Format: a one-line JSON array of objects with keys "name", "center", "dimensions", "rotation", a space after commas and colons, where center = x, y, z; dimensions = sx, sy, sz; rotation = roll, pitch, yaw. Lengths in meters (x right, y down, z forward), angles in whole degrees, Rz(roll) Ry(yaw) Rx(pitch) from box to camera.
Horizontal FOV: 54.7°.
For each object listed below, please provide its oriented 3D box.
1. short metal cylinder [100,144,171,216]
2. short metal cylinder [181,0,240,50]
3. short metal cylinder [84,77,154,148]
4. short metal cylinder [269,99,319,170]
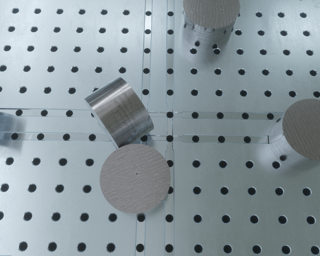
[{"name": "short metal cylinder", "center": [-0.028, 0.064, 0.375], "dimensions": [0.081, 0.050, 0.080], "rotation": [0, 70, 0]}, {"name": "short metal cylinder", "center": [0.073, -0.165, 0.459], "dimensions": [0.081, 0.050, 0.080], "rotation": [0, 70, 0]}, {"name": "short metal cylinder", "center": [-0.051, -0.017, 0.388], "dimensions": [0.050, 0.080, 0.080], "rotation": [-35, 74, -12]}, {"name": "short metal cylinder", "center": [0.188, 0.009, 0.396], "dimensions": [0.081, 0.050, 0.080], "rotation": [0, 70, 0]}]
